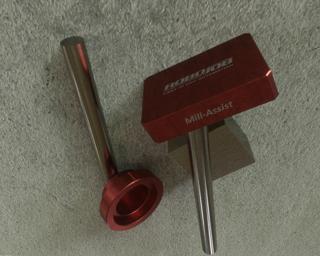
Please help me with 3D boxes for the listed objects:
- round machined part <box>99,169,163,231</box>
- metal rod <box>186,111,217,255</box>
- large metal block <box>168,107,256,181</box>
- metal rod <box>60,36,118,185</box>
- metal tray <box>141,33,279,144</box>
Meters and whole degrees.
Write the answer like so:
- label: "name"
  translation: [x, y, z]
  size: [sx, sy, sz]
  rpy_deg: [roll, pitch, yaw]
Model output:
- label: "round machined part"
  translation: [-0.046, 0.101, 0.461]
  size: [0.099, 0.042, 0.097]
  rpy_deg: [-24, 133, -29]
- label: "metal rod"
  translation: [0.060, 0.092, 0.421]
  size: [0.025, 0.025, 0.298]
  rpy_deg: [-7, 132, 6]
- label: "large metal block"
  translation: [0.066, 0.022, 0.410]
  size: [0.080, 0.050, 0.080]
  rpy_deg: [-29, 125, 22]
- label: "metal rod"
  translation: [-0.080, 0.021, 0.423]
  size: [0.025, 0.025, 0.298]
  rpy_deg: [-4, 130, 3]
- label: "metal tray"
  translation: [0.046, -0.043, 0.328]
  size: [0.130, 0.090, 0.030]
  rpy_deg: [-22, 127, 17]
